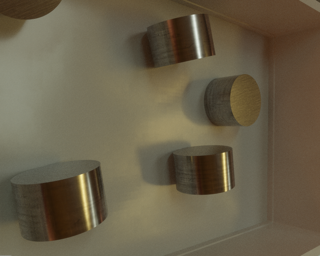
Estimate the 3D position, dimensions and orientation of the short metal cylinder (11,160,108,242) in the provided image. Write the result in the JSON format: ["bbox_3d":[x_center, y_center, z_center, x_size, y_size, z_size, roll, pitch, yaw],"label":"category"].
[{"bbox_3d":[-0.093,0.065,0.294,0.081,0.080,0.050,-13,99,-40],"label":"short metal cylinder"}]

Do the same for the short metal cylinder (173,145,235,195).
[{"bbox_3d":[0.060,0.055,0.424,0.081,0.080,0.050,-9,96,-40],"label":"short metal cylinder"}]

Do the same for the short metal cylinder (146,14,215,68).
[{"bbox_3d":[0.027,-0.109,0.395,0.081,0.080,0.050,-21,104,-38],"label":"short metal cylinder"}]

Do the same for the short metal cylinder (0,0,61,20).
[{"bbox_3d":[-0.128,-0.138,0.267,0.081,0.050,0.079,-19,123,-33],"label":"short metal cylinder"}]

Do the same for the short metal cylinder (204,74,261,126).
[{"bbox_3d":[0.116,-0.042,0.490,0.081,0.050,0.079,0,90,-40],"label":"short metal cylinder"}]
